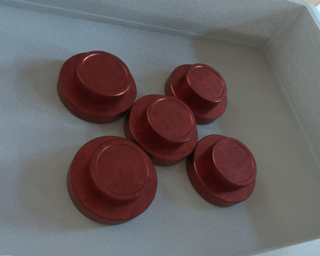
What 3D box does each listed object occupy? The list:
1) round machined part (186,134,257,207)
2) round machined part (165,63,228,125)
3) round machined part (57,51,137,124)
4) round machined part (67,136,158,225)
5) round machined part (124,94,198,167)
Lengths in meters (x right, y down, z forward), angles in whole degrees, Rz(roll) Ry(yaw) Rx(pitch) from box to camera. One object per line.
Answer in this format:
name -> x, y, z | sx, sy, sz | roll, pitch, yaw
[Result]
round machined part -> 0.088, 0.051, 0.411 | 0.099, 0.042, 0.098 | 14, 56, -21
round machined part -> 0.060, -0.057, 0.462 | 0.099, 0.042, 0.098 | 14, 56, -21
round machined part -> -0.075, -0.058, 0.389 | 0.099, 0.042, 0.098 | 14, 56, -21
round machined part -> -0.047, 0.051, 0.337 | 0.099, 0.042, 0.098 | 14, 56, -21
round machined part -> 0.007, -0.003, 0.399 | 0.099, 0.042, 0.098 | 14, 56, -21
